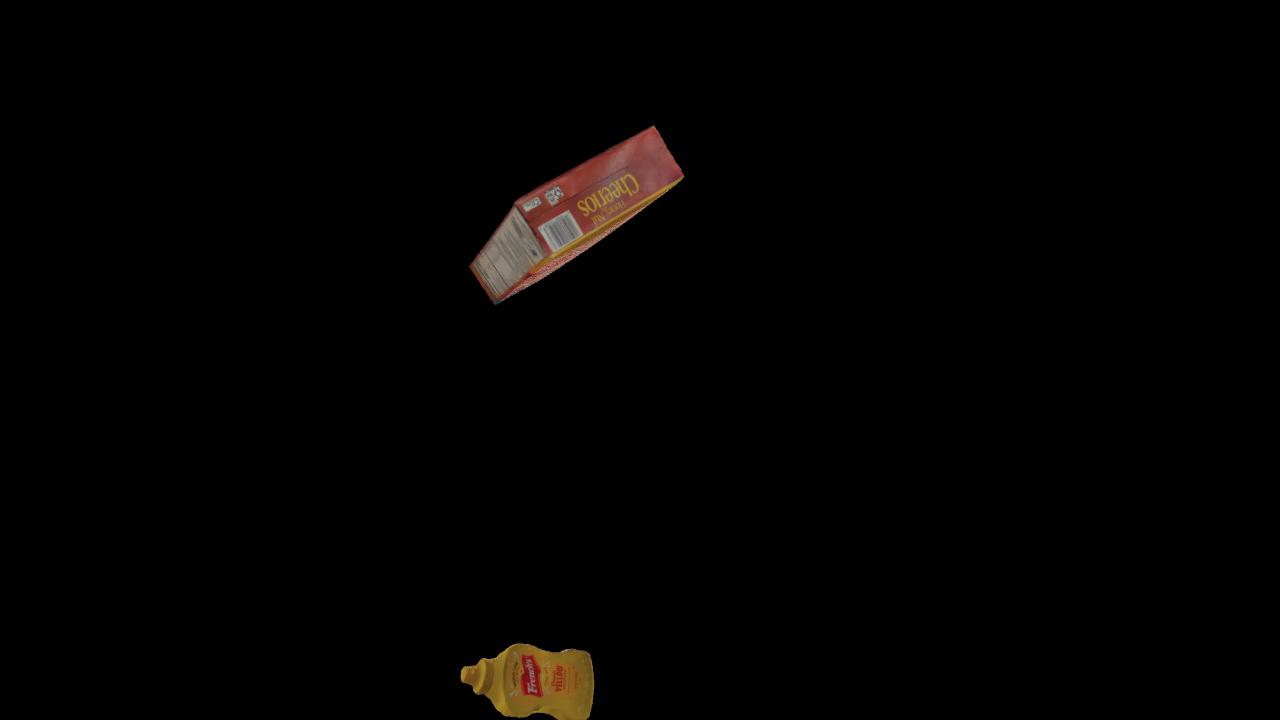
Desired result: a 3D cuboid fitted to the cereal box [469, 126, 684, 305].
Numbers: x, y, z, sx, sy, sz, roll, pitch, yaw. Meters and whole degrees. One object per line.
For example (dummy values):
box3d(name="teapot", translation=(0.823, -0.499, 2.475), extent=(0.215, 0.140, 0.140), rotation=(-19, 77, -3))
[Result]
box3d(name="cereal box", translation=(-0.099, -0.175, 0.808), extent=(0.203, 0.081, 0.306), rotation=(-37, 10, -23))

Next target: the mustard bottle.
box3d(name="mustard bottle", translation=(-0.154, 0.436, 0.835), extent=(0.184, 0.092, 0.054), rotation=(21, -42, -25))
